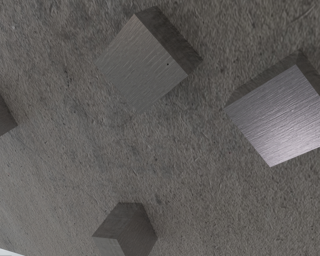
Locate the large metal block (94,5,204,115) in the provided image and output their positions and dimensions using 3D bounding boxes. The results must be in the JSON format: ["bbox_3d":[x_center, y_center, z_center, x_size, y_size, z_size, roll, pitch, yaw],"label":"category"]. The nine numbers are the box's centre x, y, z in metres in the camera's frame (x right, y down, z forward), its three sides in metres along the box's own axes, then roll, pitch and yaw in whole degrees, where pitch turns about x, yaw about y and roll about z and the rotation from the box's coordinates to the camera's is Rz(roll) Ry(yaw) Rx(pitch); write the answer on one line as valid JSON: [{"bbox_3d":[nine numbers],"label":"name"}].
[{"bbox_3d":[-0.013,-0.075,0.351,0.080,0.050,0.080,48,129,-6],"label":"large metal block"}]

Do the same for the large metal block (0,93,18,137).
[{"bbox_3d":[-0.305,-0.018,0.521,0.050,0.080,0.080,-5,116,30],"label":"large metal block"}]

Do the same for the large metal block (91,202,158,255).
[{"bbox_3d":[-0.055,0.181,0.513,0.050,0.080,0.080,-7,115,31],"label":"large metal block"}]

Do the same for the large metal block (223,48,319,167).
[{"bbox_3d":[0.126,-0.019,0.313,0.080,0.050,0.080,-34,99,38],"label":"large metal block"}]
